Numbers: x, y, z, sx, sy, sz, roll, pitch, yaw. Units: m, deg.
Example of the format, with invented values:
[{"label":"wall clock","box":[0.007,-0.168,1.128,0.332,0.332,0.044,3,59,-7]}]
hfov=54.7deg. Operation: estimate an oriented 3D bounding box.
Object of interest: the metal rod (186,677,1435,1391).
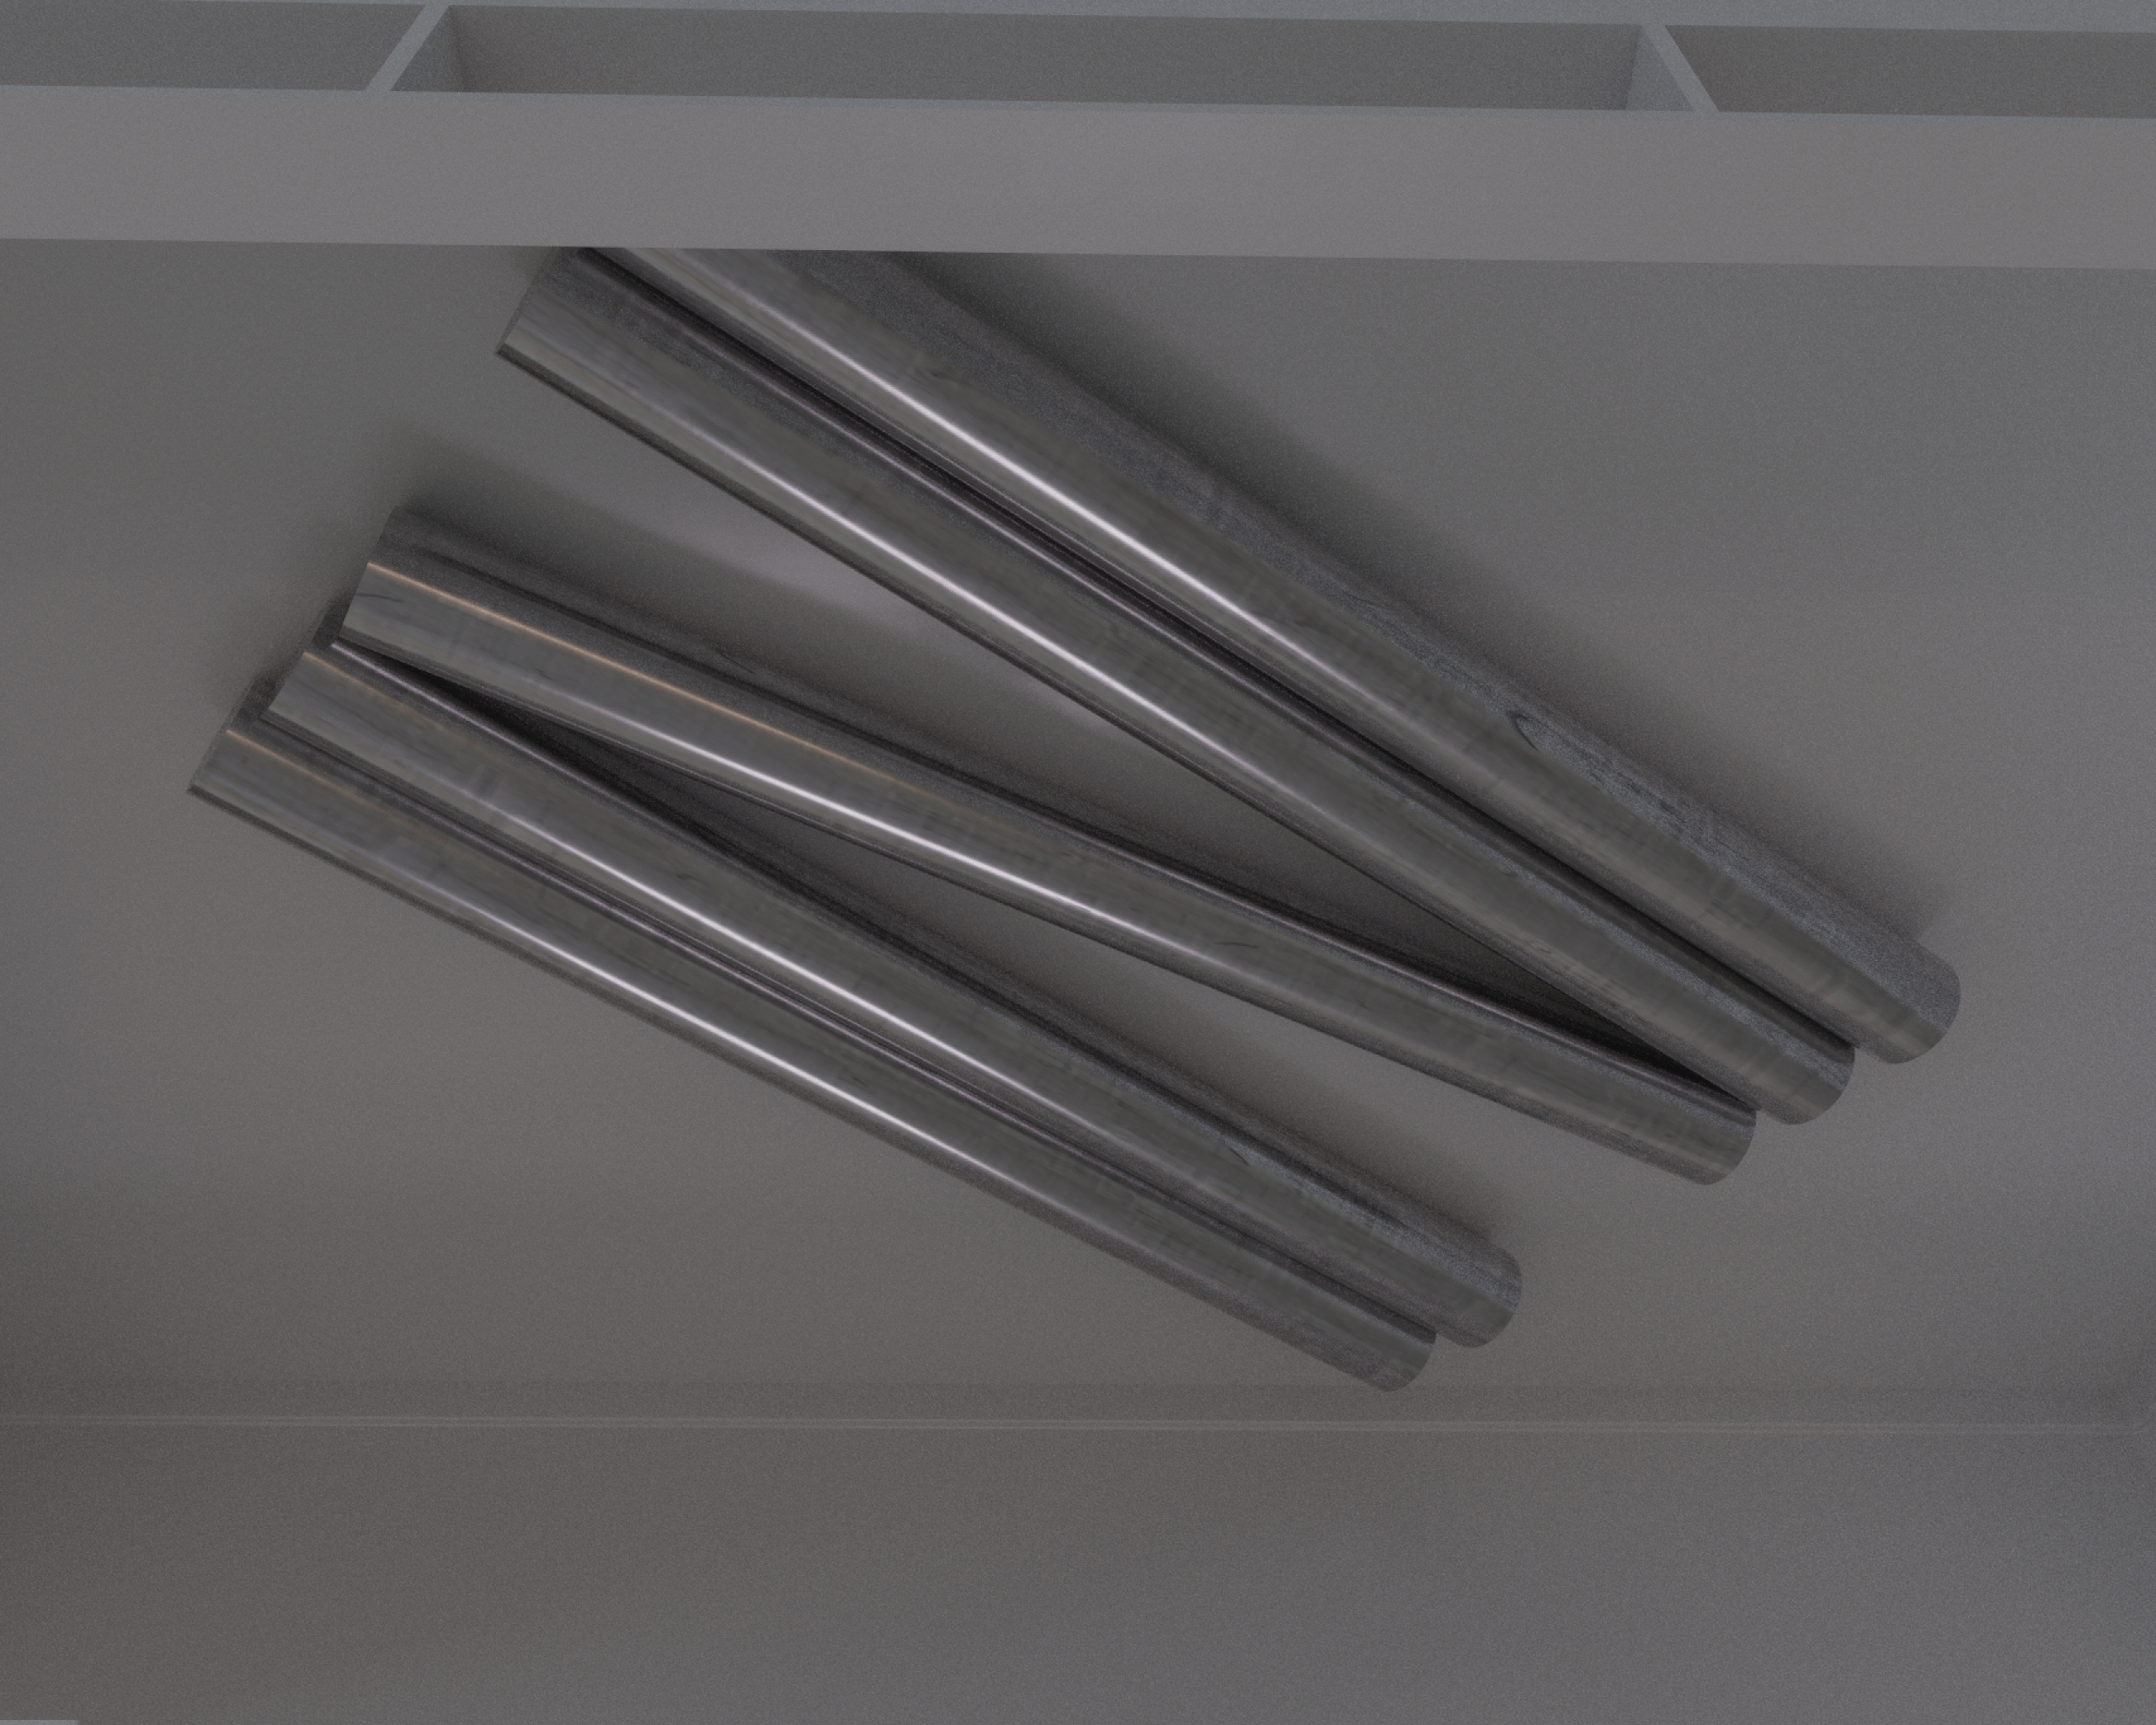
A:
[{"label":"metal rod","box":[-0.040,0.047,0.447,0.301,0.025,0.025,31,124,-24]}]

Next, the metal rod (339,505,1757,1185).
[{"label":"metal rod","box":[0.008,0.004,0.411,0.302,0.025,0.025,23,127,-19]}]

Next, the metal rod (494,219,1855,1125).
[{"label":"metal rod","box":[0.035,-0.023,0.388,0.301,0.025,0.025,29,124,-23]}]

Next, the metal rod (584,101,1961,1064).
[{"label":"metal rod","box":[0.052,-0.037,0.376,0.301,0.025,0.025,29,124,-23]}]

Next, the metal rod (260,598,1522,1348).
[{"label":"metal rod","box":[-0.022,0.033,0.436,0.301,0.025,0.025,31,124,-24]}]
